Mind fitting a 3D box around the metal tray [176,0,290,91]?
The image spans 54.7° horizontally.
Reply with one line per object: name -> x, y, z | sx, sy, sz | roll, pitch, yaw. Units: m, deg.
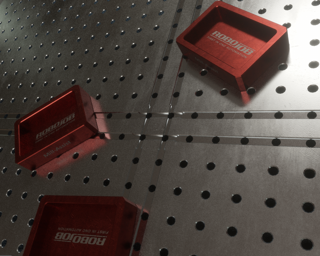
metal tray -> 0.095, -0.118, 0.426 | 0.090, 0.030, 0.130 | -44, 51, -3

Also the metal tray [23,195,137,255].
metal tray -> -0.098, 0.130, 0.374 | 0.130, 0.030, 0.090 | -5, 59, 25

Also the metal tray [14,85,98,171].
metal tray -> -0.168, -0.001, 0.491 | 0.130, 0.030, 0.090 | -29, 52, 9
